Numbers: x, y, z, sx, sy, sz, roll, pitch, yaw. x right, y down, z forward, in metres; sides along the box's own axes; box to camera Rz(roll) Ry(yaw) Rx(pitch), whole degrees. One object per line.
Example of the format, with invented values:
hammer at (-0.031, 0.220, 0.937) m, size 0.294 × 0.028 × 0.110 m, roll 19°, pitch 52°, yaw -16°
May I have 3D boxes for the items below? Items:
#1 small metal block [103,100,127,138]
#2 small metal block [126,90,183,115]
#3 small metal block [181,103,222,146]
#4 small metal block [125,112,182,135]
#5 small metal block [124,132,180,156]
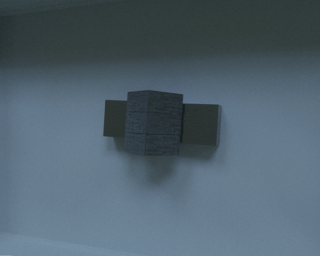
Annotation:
small metal block at (-0.048, -0.012, 0.425) m, size 0.050 × 0.025 × 0.050 m, roll 4°, pitch 91°, yaw 19°
small metal block at (-0.007, -0.031, 0.386) m, size 0.050 × 0.050 × 0.025 m, roll 5°, pitch 92°, yaw 56°
small metal block at (0.050, -0.005, 0.391) m, size 0.050 × 0.025 × 0.050 m, roll 3°, pitch 91°, yaw 19°
small metal block at (-0.009, -0.006, 0.387) m, size 0.050 × 0.050 × 0.025 m, roll 3°, pitch 91°, yaw 56°
small metal block at (-0.010, 0.019, 0.388) m, size 0.050 × 0.050 × 0.025 m, roll 3°, pitch 91°, yaw 56°
